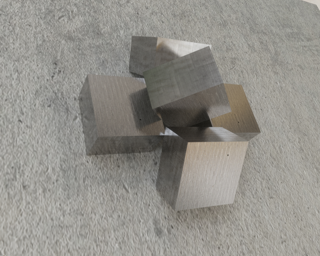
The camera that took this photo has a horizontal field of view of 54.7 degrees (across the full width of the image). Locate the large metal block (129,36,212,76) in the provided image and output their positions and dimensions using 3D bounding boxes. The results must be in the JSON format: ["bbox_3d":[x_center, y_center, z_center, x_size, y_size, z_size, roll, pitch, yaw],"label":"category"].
[{"bbox_3d":[0.011,-0.096,0.429,0.081,0.080,0.050,-1,106,-29],"label":"large metal block"}]

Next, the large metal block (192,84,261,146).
[{"bbox_3d":[0.084,-0.017,0.444,0.081,0.050,0.080,0,62,-29],"label":"large metal block"}]

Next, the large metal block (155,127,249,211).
[{"bbox_3d":[0.047,0.044,0.362,0.081,0.079,0.050,1,18,-27],"label":"large metal block"}]

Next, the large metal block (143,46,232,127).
[{"bbox_3d":[0.036,-0.043,0.374,0.080,0.080,0.050,-20,66,11],"label":"large metal block"}]

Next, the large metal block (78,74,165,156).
[{"bbox_3d":[-0.048,-0.015,0.373,0.081,0.050,0.080,-1,62,-29],"label":"large metal block"}]
